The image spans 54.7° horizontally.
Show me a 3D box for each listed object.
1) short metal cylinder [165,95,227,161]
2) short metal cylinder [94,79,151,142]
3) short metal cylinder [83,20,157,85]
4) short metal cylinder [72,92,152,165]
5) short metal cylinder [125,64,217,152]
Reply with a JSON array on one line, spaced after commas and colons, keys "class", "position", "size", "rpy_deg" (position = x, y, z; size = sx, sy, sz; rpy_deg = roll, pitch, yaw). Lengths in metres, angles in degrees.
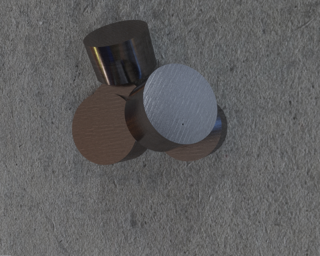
[{"class": "short metal cylinder", "position": [0.039, -0.001, 0.382], "size": [0.080, 0.050, 0.079], "rpy_deg": [0, 90, 19]}, {"class": "short metal cylinder", "position": [-0.046, -0.022, 0.412], "size": [0.080, 0.050, 0.079], "rpy_deg": [0, 90, 19]}, {"class": "short metal cylinder", "position": [-0.049, -0.097, 0.390], "size": [0.080, 0.080, 0.050], "rpy_deg": [0, 129, 19]}, {"class": "short metal cylinder", "position": [-0.053, 0.000, 0.361], "size": [0.080, 0.050, 0.079], "rpy_deg": [0, 90, 19]}, {"class": "short metal cylinder", "position": [0.010, -0.019, 0.316], "size": [0.050, 0.081, 0.080], "rpy_deg": [-26, 79, 61]}]
